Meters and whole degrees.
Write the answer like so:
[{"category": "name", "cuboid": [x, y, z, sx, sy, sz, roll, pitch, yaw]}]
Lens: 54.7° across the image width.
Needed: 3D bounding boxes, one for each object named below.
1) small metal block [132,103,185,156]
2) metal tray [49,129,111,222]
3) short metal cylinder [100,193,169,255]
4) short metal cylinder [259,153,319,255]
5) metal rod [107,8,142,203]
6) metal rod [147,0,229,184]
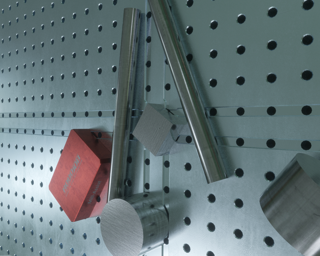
[{"category": "small metal block", "cuboid": [-0.003, 0.002, 0.410, 0.050, 0.025, 0.050, 42, 115, 31]}, {"category": "metal tray", "cuboid": [-0.133, 0.077, 0.513, 0.090, 0.030, 0.129, 41, 115, 32]}, {"category": "short metal cylinder", "cuboid": [-0.035, 0.132, 0.420, 0.080, 0.050, 0.079, 0, 90, 39]}, {"category": "short metal cylinder", "cuboid": [0.134, 0.066, 0.262, 0.080, 0.081, 0.050, 46, 117, 30]}, {"category": "metal rod", "cuboid": [-0.054, -0.019, 0.451, 0.025, 0.025, 0.298, 10, 96, 39]}, {"category": "metal rod", "cuboid": [0.024, -0.078, 0.387, 0.025, 0.025, 0.299, -27, 73, 36]}]
